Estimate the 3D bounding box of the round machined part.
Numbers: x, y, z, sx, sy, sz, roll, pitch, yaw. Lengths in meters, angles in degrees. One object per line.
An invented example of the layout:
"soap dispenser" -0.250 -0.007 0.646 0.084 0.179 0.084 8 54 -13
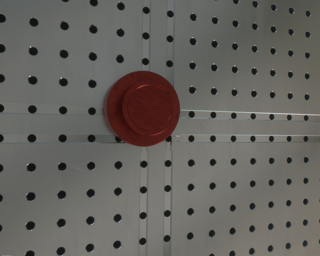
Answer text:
"round machined part" -0.019 -0.025 0.396 0.099 0.042 0.097 0 90 -20
